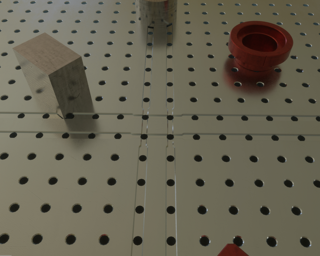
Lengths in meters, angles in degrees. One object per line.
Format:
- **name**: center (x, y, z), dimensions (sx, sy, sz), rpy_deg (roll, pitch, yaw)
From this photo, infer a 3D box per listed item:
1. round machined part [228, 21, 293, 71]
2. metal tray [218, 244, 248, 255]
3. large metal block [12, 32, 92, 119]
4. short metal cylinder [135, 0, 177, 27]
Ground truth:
- **round machined part**: center (0.161, -0.130, 0.507), dimensions (0.099, 0.042, 0.098), rpy_deg (0, 50, 0)
- **metal tray**: center (0.082, 0.175, 0.257), dimensions (0.130, 0.030, 0.090), rpy_deg (37, 59, 27)
- **large metal block**: center (-0.147, -0.073, 0.432), dimensions (0.080, 0.080, 0.050), rpy_deg (35, 58, 25)
- **short metal cylinder**: center (-0.007, -0.237, 0.591), dimensions (0.081, 0.050, 0.080), rpy_deg (0, 50, 0)
